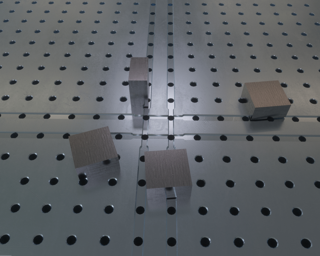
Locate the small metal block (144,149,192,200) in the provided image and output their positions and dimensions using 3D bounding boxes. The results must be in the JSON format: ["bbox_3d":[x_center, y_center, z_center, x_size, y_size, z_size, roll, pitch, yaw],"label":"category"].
[{"bbox_3d":[0.008,0.053,0.363,0.050,0.025,0.050,-4,50,-3],"label":"small metal block"}]

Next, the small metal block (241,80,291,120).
[{"bbox_3d":[0.150,-0.040,0.443,0.050,0.025,0.050,-5,50,-4],"label":"small metal block"}]

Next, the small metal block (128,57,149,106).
[{"bbox_3d":[-0.029,-0.066,0.447,0.025,0.050,0.050,0,50,0],"label":"small metal block"}]

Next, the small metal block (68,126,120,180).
[{"bbox_3d":[-0.081,0.030,0.383,0.050,0.025,0.050,-15,52,-13],"label":"small metal block"}]
